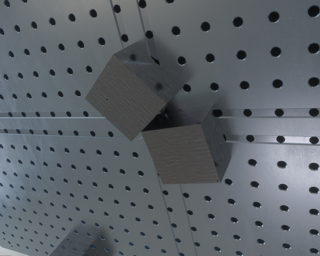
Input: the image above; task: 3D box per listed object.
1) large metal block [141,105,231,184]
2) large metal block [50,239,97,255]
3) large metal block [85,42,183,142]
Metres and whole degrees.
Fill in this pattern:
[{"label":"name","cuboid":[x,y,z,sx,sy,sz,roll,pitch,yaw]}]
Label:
[{"label":"large metal block","cuboid":[0.035,0.023,0.391,0.080,0.050,0.080,-8,115,31]},{"label":"large metal block","cuboid":[-0.180,0.295,0.674,0.080,0.050,0.080,-3,117,29]},{"label":"large metal block","cuboid":[-0.033,-0.044,0.386,0.080,0.050,0.080,43,129,-2]}]
